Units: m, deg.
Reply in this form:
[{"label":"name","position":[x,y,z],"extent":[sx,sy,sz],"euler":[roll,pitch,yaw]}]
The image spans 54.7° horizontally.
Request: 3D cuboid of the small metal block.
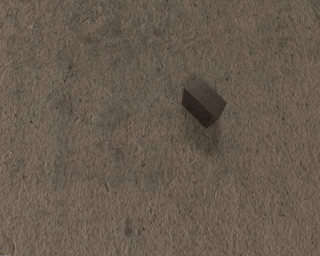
[{"label":"small metal block","position":[0.056,-0.032,0.407],"extent":[0.025,0.050,0.050],"euler":[-40,75,-13]}]
